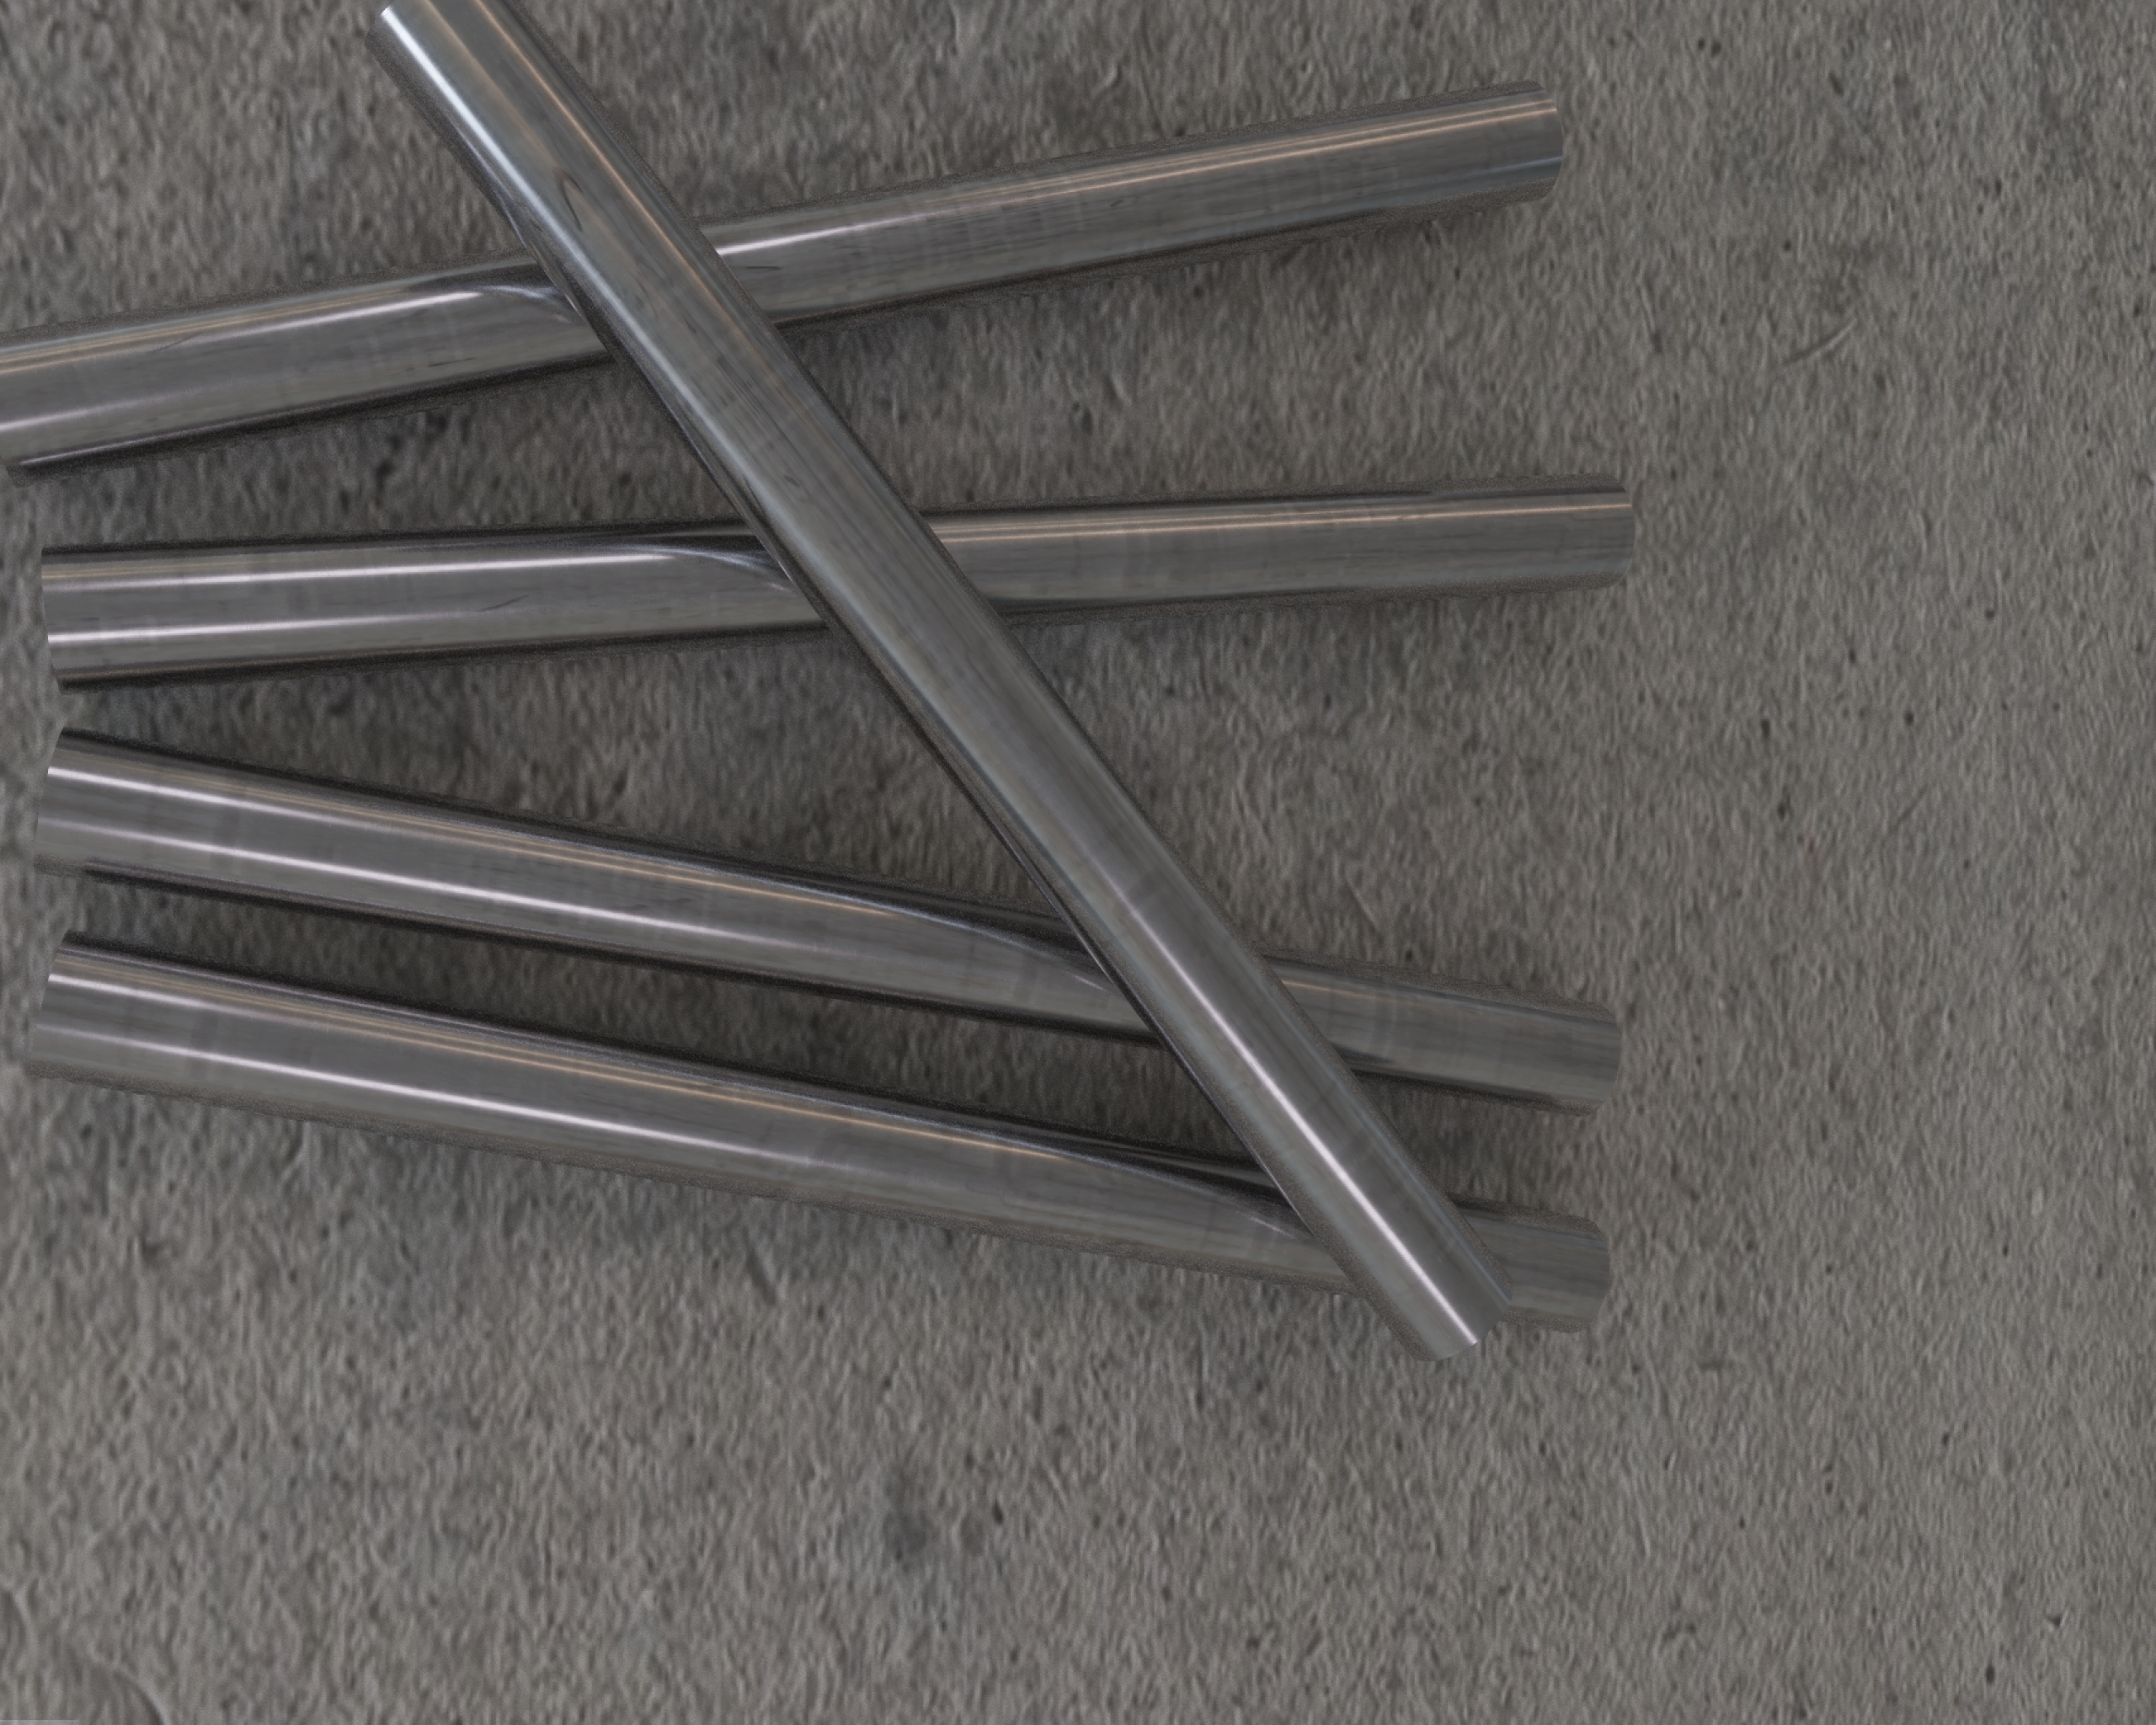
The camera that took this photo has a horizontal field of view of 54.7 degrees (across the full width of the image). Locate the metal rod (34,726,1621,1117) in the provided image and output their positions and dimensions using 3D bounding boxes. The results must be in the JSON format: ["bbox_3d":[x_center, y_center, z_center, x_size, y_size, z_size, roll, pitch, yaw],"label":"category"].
[{"bbox_3d":[-0.030,0.016,0.397,0.302,0.025,0.025,11,87,-20],"label":"metal rod"}]

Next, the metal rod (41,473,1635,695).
[{"bbox_3d":[-0.029,-0.056,0.398,0.303,0.025,0.025,-6,92,-20],"label":"metal rod"}]

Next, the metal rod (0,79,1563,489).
[{"bbox_3d":[-0.041,-0.114,0.393,0.302,0.025,0.025,-16,96,-19],"label":"metal rod"}]

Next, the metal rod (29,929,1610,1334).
[{"bbox_3d":[-0.032,0.056,0.397,0.302,0.025,0.025,13,86,-20],"label":"metal rod"}]

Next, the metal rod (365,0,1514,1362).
[{"bbox_3d":[-0.016,-0.026,0.375,0.025,0.025,0.300,-42,103,-15],"label":"metal rod"}]
